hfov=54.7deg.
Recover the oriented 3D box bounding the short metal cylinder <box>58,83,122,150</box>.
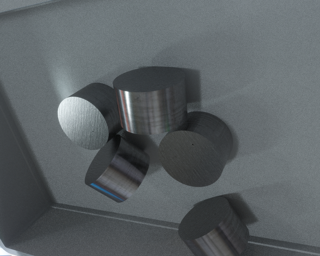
[{"bbox_3d":[-0.092,-0.016,0.429,0.080,0.050,0.079,13,124,21],"label":"short metal cylinder"}]

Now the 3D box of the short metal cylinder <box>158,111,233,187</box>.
[{"bbox_3d":[0.045,0.026,0.384,0.080,0.050,0.079,13,124,20],"label":"short metal cylinder"}]

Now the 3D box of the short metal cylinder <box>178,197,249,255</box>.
[{"bbox_3d":[0.072,0.140,0.421,0.080,0.080,0.050,-28,103,37],"label":"short metal cylinder"}]

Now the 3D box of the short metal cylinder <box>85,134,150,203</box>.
[{"bbox_3d":[-0.059,0.056,0.430,0.050,0.080,0.080,37,131,-21],"label":"short metal cylinder"}]

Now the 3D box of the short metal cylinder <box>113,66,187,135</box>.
[{"bbox_3d":[-0.010,-0.034,0.356,0.080,0.080,0.050,8,122,24],"label":"short metal cylinder"}]
